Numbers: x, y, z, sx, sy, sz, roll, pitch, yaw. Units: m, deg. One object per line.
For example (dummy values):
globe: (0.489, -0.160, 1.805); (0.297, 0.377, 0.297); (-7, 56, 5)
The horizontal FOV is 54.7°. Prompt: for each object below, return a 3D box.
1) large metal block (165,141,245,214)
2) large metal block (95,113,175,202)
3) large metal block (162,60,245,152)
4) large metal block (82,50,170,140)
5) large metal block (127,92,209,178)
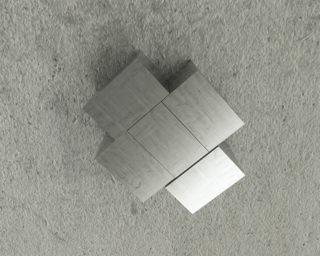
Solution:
large metal block: (0.053, 0.049, 0.401); (0.080, 0.080, 0.050); (-40, 106, 13)
large metal block: (-0.029, 0.033, 0.394); (0.050, 0.080, 0.080); (-40, 106, 13)
large metal block: (0.047, -0.030, 0.372); (0.050, 0.080, 0.080); (-40, 106, 13)
large metal block: (-0.037, -0.042, 0.366); (0.080, 0.080, 0.050); (-40, 106, 13)
large metal block: (0.009, 0.001, 0.383); (0.050, 0.080, 0.080); (-40, 106, 13)
